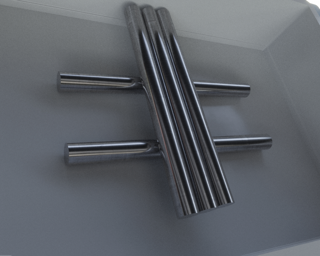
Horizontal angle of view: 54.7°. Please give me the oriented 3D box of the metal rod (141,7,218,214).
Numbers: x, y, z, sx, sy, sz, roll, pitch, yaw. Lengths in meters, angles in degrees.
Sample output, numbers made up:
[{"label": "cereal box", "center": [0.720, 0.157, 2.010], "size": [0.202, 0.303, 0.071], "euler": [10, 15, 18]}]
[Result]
[{"label": "metal rod", "center": [0.017, -0.040, 0.404], "size": [0.025, 0.025, 0.299], "euler": [-1, 62, -29]}]

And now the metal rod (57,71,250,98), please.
[{"label": "metal rod", "center": [0.010, -0.060, 0.446], "size": [0.303, 0.025, 0.025], "euler": [-2, 63, -29]}]

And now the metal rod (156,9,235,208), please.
[{"label": "metal rod", "center": [0.038, -0.042, 0.417], "size": [0.025, 0.025, 0.299], "euler": [-1, 62, -29]}]

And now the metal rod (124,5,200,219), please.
[{"label": "metal rod", "center": [-0.005, -0.038, 0.391], "size": [0.025, 0.025, 0.299], "euler": [-1, 62, -29]}]

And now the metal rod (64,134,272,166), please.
[{"label": "metal rod", "center": [0.032, 0.025, 0.406], "size": [0.303, 0.025, 0.025], "euler": [-1, 63, -29]}]
